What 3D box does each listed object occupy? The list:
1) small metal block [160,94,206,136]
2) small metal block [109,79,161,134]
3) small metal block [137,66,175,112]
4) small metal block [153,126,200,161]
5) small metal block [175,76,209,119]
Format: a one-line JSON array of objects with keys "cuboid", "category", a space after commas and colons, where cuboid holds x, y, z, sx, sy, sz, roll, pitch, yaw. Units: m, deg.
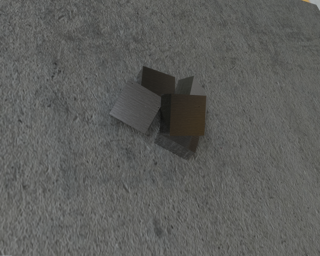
[{"cuboid": [0.029, -0.016, 0.386, 0.050, 0.025, 0.050, 0, 94, -29], "category": "small metal block"}, {"cuboid": [-0.030, -0.027, 0.392, 0.050, 0.025, 0.050, 30, 88, -11], "category": "small metal block"}, {"cuboid": [-0.007, -0.053, 0.436, 0.050, 0.025, 0.050, 16, 55, -20], "category": "small metal block"}, {"cuboid": [0.025, 0.008, 0.416, 0.050, 0.025, 0.050, 29, 52, -10], "category": "small metal block"}, {"cuboid": [0.044, -0.037, 0.439, 0.050, 0.025, 0.050, 50, 42, -38], "category": "small metal block"}]
